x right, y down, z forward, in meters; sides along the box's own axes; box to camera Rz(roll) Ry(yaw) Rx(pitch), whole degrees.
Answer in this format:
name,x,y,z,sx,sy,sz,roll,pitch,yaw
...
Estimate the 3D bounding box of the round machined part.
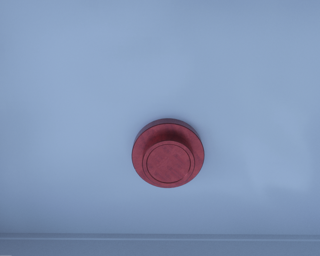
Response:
name,x,y,z,sx,sy,sz,roll,pitch,yaw
round machined part,0.011,0.040,0.417,0.099,0.042,0.097,0,110,-1
